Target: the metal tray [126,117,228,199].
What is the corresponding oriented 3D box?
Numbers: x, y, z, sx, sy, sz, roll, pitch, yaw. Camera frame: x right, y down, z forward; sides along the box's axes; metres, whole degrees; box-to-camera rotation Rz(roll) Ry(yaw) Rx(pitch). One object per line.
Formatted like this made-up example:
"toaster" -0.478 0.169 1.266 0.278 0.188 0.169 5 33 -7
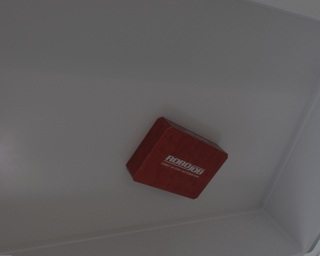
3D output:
"metal tray" 0.028 0.048 0.450 0.131 0.030 0.090 26 104 -37
